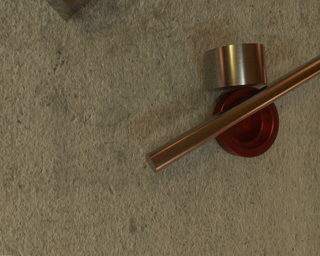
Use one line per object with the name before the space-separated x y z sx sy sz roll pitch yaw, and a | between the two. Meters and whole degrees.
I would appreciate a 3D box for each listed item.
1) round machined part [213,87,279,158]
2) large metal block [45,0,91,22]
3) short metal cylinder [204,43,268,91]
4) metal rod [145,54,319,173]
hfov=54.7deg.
round machined part | 0.117 -0.008 0.445 0.099 0.042 0.097 0 90 -21
large metal block | -0.107 -0.187 0.356 0.080 0.050 0.080 47 75 -15
short metal cylinder | 0.102 -0.080 0.419 0.081 0.080 0.050 -6 92 -20
metal rod | 0.115 -0.028 0.408 0.302 0.025 0.025 -29 100 -18
